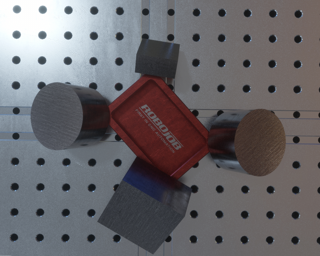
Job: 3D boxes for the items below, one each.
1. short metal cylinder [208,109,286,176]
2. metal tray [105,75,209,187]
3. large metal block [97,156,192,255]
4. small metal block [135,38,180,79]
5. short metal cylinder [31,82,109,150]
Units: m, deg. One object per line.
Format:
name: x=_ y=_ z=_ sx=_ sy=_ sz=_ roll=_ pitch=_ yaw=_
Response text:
short metal cylinder: x=0.108 y=0.017 z=0.386 sx=0.081 sy=0.050 sz=0.079 roll=0 pitch=91 yaw=-27
metal tray: x=-0.001 y=0.001 z=0.410 sx=0.090 sy=0.030 sz=0.130 roll=-41 pitch=90 yaw=0
large metal block: x=-0.019 y=0.096 z=0.383 sx=0.080 sy=0.050 sz=0.079 roll=31 pitch=121 yaw=-1
small metal block: x=-0.002 y=-0.090 z=0.398 sx=0.050 sy=0.050 sz=0.025 roll=9 pitch=128 yaw=0
short metal cylinder: x=-0.111 y=-0.014 z=0.385 sx=0.080 sy=0.050 sz=0.079 roll=0 pitch=91 yaw=25
